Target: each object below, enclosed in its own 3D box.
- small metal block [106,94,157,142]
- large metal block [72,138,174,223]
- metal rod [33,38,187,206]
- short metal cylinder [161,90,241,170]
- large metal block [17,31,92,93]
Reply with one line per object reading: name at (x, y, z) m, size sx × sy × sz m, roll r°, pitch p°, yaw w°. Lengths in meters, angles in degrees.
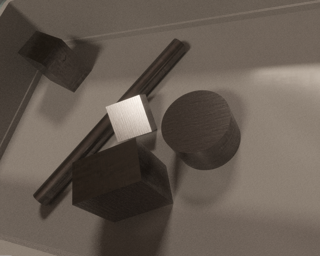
small metal block at (-0.038, -0.013, 0.416) m, size 0.050 × 0.025 × 0.050 m, roll -18°, pitch 93°, yaw 17°
large metal block at (-0.041, 0.063, 0.352) m, size 0.080 × 0.080 × 0.050 m, roll -22°, pitch 54°, yaw 15°
metal rod at (-0.068, -0.013, 0.447) m, size 0.300 × 0.025 × 0.025 m, roll -49°, pitch 52°, yaw -7°
short metal cylinder at (0.048, 0.003, 0.362) m, size 0.080 × 0.050 × 0.080 m, roll -13°, pitch 56°, yaw 20°
large metal block at (-0.180, -0.114, 0.532) m, size 0.080 × 0.080 × 0.050 m, roll 26°, pitch 76°, yaw 36°
